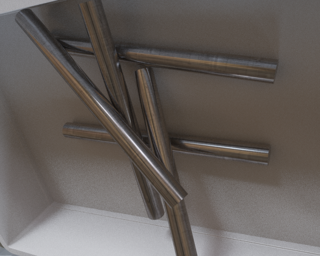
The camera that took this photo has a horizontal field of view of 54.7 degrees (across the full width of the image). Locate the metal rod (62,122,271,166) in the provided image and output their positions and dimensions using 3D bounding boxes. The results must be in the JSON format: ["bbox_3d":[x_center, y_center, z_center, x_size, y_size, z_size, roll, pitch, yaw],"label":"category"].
[{"bbox_3d":[-0.008,0.017,0.423,0.301,0.025,0.025,6,121,25],"label":"metal rod"}]

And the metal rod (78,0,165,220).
[{"bbox_3d":[-0.041,-0.005,0.393,0.025,0.025,0.298,-1,118,28],"label":"metal rod"}]

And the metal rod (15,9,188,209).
[{"bbox_3d":[-0.075,-0.030,0.368,0.300,0.025,0.025,49,130,10],"label":"metal rod"}]

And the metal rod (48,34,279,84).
[{"bbox_3d":[-0.020,-0.086,0.365,0.301,0.025,0.025,12,124,21],"label":"metal rod"}]

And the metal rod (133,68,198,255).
[{"bbox_3d":[0.014,0.075,0.372,0.025,0.025,0.298,-15,87,34],"label":"metal rod"}]
